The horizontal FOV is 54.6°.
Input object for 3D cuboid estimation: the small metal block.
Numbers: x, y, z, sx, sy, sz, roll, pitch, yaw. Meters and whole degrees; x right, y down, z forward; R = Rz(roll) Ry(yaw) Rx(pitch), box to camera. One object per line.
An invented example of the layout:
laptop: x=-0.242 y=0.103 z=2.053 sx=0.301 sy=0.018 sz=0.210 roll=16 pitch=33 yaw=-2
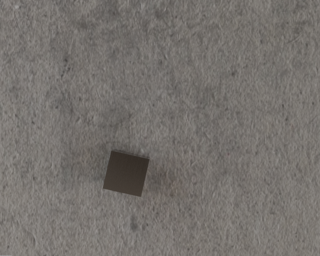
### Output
small metal block: x=-0.043 y=0.059 z=0.410 sx=0.050 sy=0.025 sz=0.050 roll=13 pitch=90 yaw=0
